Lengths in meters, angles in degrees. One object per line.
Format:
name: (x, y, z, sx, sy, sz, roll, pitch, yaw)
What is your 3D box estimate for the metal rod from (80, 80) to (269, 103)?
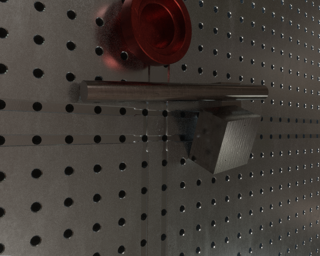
metal rod: (0.042, -0.049, 0.424, 0.303, 0.025, 0.025, -4, 93, -34)

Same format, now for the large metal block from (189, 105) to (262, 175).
large metal block: (0.096, 0.014, 0.459, 0.081, 0.050, 0.079, -8, 118, -40)

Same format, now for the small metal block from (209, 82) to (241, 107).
small metal block: (0.105, -0.047, 0.500, 0.050, 0.025, 0.050, -5, 93, -40)

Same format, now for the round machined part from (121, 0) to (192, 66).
round machined part: (-0.009, -0.127, 0.392, 0.099, 0.042, 0.097, 0, 90, -40)
